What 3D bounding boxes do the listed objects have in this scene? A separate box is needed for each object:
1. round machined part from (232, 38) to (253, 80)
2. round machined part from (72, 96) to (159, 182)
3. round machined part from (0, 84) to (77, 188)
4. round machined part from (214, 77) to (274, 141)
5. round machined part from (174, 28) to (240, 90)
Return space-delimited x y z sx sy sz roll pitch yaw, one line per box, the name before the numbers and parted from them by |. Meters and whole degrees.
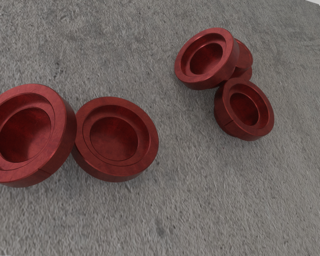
round machined part | 0.118 -0.116 0.527 0.099 0.042 0.098 14 56 -21
round machined part | -0.055 0.016 0.354 0.099 0.042 0.098 14 56 -21
round machined part | -0.125 0.010 0.299 0.098 0.042 0.098 -6 66 13
round machined part | 0.121 -0.024 0.470 0.099 0.042 0.098 14 59 -24
round machined part | 0.074 -0.098 0.465 0.042 0.098 0.098 37 44 -43
